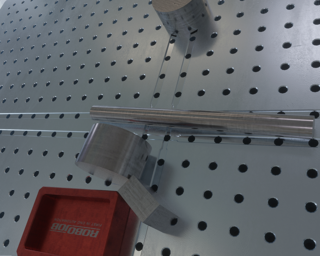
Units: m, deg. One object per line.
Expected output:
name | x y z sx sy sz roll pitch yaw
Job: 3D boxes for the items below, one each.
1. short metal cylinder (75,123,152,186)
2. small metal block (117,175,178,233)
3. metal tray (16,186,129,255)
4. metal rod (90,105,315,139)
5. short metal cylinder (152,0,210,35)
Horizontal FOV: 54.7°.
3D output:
short metal cylinder | -0.056 0.035 0.381 0.080 0.080 0.050 7 65 31
small metal block | -0.013 0.085 0.347 0.025 0.050 0.050 -46 51 -4
metal tray | -0.108 0.123 0.385 0.130 0.030 0.090 -2 60 27
metal rod | 0.031 -0.012 0.399 0.300 0.025 0.025 5 64 30
short metal cylinder | 0.034 -0.196 0.494 0.080 0.050 0.080 -13 56 21
